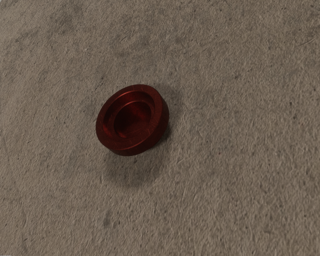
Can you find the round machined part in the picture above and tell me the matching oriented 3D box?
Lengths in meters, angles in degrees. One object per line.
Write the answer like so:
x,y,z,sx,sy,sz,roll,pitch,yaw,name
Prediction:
-0.032,-0.007,0.413,0.098,0.042,0.098,-13,56,20,round machined part
